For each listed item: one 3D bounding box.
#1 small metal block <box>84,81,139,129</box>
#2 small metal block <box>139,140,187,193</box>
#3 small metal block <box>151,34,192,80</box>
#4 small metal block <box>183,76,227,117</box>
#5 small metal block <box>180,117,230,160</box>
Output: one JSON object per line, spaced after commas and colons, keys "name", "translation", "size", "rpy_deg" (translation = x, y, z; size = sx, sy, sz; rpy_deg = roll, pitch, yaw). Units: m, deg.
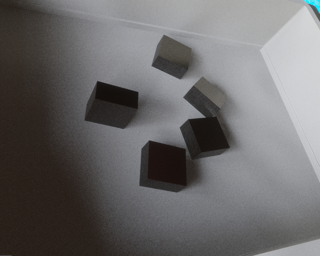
{"name": "small metal block", "translation": [-0.059, -0.026, 0.375], "size": [0.050, 0.050, 0.025], "rpy_deg": [13, 56, -22]}
{"name": "small metal block", "translation": [0.004, 0.048, 0.380], "size": [0.050, 0.025, 0.050], "rpy_deg": [15, 56, -21]}
{"name": "small metal block", "translation": [0.019, -0.111, 0.486], "size": [0.050, 0.025, 0.050], "rpy_deg": [23, 53, -15]}
{"name": "small metal block", "translation": [0.068, -0.046, 0.463], "size": [0.050, 0.025, 0.050], "rpy_deg": [41, 33, 1]}
{"name": "small metal block", "translation": [0.062, 0.013, 0.433], "size": [0.050, 0.025, 0.050], "rpy_deg": [-6, 65, -31]}
